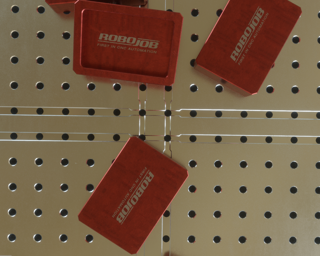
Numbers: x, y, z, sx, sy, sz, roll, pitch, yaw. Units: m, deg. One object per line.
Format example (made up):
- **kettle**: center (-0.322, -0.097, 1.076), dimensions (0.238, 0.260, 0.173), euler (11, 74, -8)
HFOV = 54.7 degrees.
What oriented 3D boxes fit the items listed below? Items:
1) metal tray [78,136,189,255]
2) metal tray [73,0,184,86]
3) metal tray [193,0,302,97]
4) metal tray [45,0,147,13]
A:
- **metal tray**: center (-0.034, 0.086, 0.411), dimensions (0.090, 0.030, 0.130), euler (34, 90, -1)
- **metal tray**: center (-0.041, -0.108, 0.395), dimensions (0.131, 0.030, 0.089), euler (7, 110, -1)
- **metal tray**: center (0.115, -0.119, 0.412), dimensions (0.090, 0.030, 0.130), euler (29, 90, -1)
- **metal tray**: center (-0.086, -0.208, 0.410), dimensions (0.131, 0.030, 0.089), euler (-6, 90, -1)
